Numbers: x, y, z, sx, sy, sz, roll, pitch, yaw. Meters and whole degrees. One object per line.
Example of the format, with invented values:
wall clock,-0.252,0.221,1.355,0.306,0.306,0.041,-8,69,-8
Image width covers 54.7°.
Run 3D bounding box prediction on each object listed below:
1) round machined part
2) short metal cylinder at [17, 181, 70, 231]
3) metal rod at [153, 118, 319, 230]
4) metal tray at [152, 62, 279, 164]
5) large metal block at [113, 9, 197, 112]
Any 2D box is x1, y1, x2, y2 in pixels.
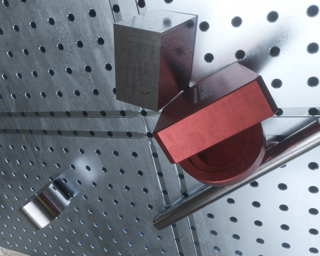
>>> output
round machined part,0.070,0.019,0.352,0.098,0.098,0.042,0,157,28
short metal cylinder,-0.217,0.145,0.580,0.080,0.080,0.050,-30,102,38
metal rod,0.086,0.078,0.413,0.025,0.025,0.299,45,129,-4
metal tray,0.046,-0.021,0.289,0.090,0.130,0.030,-28,101,13
large metal block,-0.004,-0.075,0.330,0.050,0.080,0.079,18,126,22
